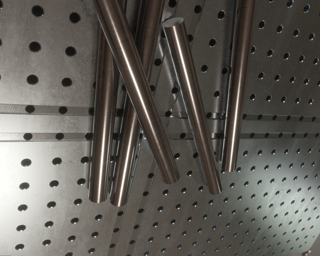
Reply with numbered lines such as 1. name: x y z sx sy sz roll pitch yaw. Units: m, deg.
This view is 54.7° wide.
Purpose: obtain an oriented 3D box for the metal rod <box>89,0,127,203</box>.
1. metal rod: -0.062 -0.036 0.356 0.025 0.025 0.298 -5 121 -27

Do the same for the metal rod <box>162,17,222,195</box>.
1. metal rod: 0.054 -0.007 0.438 0.025 0.025 0.299 -28 128 -11

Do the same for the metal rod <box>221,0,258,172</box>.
1. metal rod: 0.109 -0.060 0.435 0.025 0.025 0.298 -16 125 -20

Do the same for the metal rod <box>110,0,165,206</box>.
1. metal rod: -0.031 -0.027 0.378 0.025 0.025 0.298 -2 120 -28

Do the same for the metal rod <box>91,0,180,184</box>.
1. metal rod: -0.024 -0.043 0.338 0.025 0.025 0.299 -28 128 -11
